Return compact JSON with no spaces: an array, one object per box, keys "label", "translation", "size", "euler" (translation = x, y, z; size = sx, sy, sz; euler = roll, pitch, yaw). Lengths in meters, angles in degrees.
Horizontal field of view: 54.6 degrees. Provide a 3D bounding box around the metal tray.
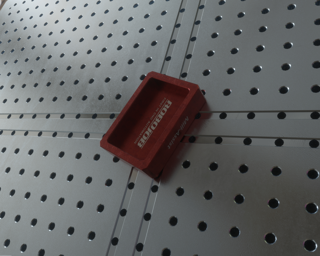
[{"label":"metal tray","translation":[-0.010,-0.009,0.416],"size":[0.090,0.030,0.130],"euler":[24,74,36]}]
